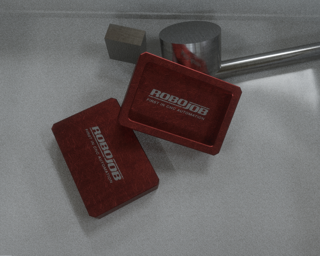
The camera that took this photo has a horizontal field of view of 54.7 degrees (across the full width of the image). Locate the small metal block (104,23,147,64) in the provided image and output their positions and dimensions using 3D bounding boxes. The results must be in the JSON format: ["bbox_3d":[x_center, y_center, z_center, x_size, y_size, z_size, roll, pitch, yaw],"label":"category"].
[{"bbox_3d":[-0.047,-0.117,0.439,0.050,0.050,0.025,13,71,4],"label":"small metal block"}]

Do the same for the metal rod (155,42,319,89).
[{"bbox_3d":[0.122,-0.090,0.444,0.302,0.025,0.025,-12,71,-5],"label":"metal rod"}]

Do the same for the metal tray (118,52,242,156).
[{"bbox_3d":[0.023,-0.028,0.380,0.131,0.030,0.089,18,96,-11],"label":"metal tray"}]

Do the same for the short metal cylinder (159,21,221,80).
[{"bbox_3d":[0.042,-0.105,0.416,0.080,0.050,0.080,-5,37,4],"label":"short metal cylinder"}]

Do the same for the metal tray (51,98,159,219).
[{"bbox_3d":[-0.069,0.036,0.393,0.091,0.030,0.130,-26,72,-10],"label":"metal tray"}]
